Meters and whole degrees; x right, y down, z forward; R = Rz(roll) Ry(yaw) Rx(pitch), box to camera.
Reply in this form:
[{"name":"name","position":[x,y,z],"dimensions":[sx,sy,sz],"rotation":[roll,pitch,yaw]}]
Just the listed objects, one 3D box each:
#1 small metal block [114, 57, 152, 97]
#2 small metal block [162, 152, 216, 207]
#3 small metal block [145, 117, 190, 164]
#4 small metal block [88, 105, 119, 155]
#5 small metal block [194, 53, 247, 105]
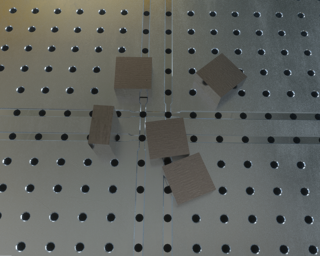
[{"name":"small metal block","position":[-0.037,-0.072,0.438],"dimensions":[0.050,0.025,0.050],"rotation":[1,70,0]},{"name":"small metal block","position":[0.035,0.065,0.388],"dimensions":[0.050,0.025,0.050],"rotation":[-20,72,-8]},{"name":"small metal block","position":[0.009,0.017,0.406],"dimensions":[0.050,0.025,0.050],"rotation":[-7,70,-3]},{"name":"small metal block","position":[-0.071,0.004,0.396],"dimensions":[0.025,0.050,0.050],"rotation":[4,70,1]},{"name":"small metal block","position":[0.085,-0.069,0.438],"dimensions":[0.050,0.025,0.050],"rotation":[-38,75,-13]}]
